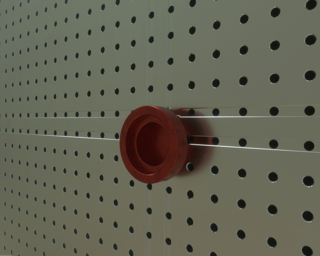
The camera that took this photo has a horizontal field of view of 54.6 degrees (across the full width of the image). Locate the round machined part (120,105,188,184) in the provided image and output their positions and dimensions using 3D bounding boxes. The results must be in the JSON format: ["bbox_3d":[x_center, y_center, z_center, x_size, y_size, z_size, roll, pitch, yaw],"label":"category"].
[{"bbox_3d":[-0.004,0.020,0.402,0.098,0.042,0.097,0,90,40],"label":"round machined part"}]
